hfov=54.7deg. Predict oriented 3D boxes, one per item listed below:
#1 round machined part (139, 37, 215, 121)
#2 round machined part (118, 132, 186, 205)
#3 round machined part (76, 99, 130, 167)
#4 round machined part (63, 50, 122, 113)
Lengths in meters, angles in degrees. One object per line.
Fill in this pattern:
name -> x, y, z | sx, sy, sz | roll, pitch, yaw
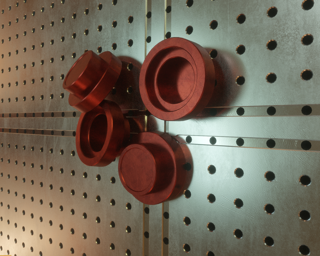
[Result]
round machined part -> 0.025, -0.057, 0.376 | 0.098, 0.042, 0.097 | 0, 90, 39
round machined part -> -0.017, 0.053, 0.411 | 0.098, 0.042, 0.097 | 0, 90, 39
round machined part -> -0.081, 0.008, 0.454 | 0.098, 0.042, 0.098 | -13, 72, 45
round machined part -> -0.104, -0.074, 0.452 | 0.098, 0.042, 0.098 | -32, 38, 30
